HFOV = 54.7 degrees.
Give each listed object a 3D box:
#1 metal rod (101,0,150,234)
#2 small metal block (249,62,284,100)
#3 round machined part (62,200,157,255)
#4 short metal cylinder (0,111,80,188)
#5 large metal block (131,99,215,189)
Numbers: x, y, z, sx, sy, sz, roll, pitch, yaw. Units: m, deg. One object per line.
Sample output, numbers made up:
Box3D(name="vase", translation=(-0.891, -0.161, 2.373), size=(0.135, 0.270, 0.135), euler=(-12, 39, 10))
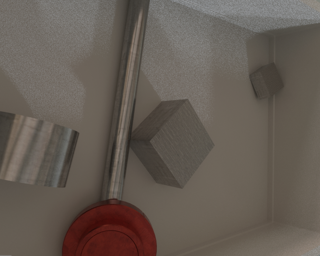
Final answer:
Box3D(name="metal rod", translation=(-0.042, -0.028, 0.372), size=(0.025, 0.025, 0.298), euler=(12, 82, -40))
Box3D(name="small metal block", translation=(0.197, -0.087, 0.570), size=(0.050, 0.025, 0.050), euler=(-34, 102, -35))
Box3D(name="round machined part", translation=(-0.052, 0.128, 0.324), size=(0.099, 0.042, 0.097), euler=(0, 90, -8))
Box3D(name="short metal cylinder", translation=(-0.118, 0.020, 0.273), size=(0.080, 0.080, 0.050), euler=(20, 78, -39))
Box3D(name="large metal block", translation=(0.015, 0.019, 0.405), size=(0.080, 0.050, 0.080), euler=(-48, 119, -29))
